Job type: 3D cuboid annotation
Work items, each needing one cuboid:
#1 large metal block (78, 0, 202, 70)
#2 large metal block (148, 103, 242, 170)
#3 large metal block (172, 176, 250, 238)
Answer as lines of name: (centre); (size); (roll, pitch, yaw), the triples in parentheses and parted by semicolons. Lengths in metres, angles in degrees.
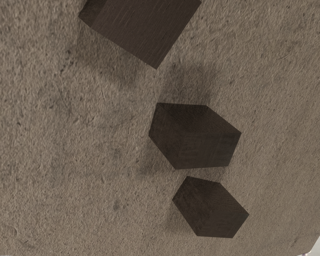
large metal block: (-0.020, -0.118, 0.308); (0.080, 0.050, 0.080); (26, 104, -38)
large metal block: (0.042, 0.008, 0.401); (0.081, 0.080, 0.050); (1, 118, -29)
large metal block: (0.080, 0.127, 0.495); (0.081, 0.080, 0.050); (18, 109, -36)
